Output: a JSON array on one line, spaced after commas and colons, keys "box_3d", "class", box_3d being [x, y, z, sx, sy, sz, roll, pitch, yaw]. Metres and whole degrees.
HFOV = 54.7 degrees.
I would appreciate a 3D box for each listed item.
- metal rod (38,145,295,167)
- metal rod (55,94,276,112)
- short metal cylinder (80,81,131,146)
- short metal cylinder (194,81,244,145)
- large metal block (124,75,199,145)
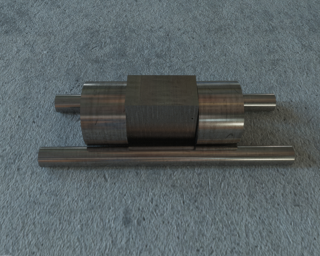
[{"box_3d": [0.008, 0.034, 0.376, 0.302, 0.025, 0.025, 0, 50, -1], "class": "metal rod"}, {"box_3d": [0.008, -0.035, 0.434, 0.302, 0.025, 0.025, 0, 50, -1], "class": "metal rod"}, {"box_3d": [-0.064, -0.018, 0.383, 0.050, 0.080, 0.080, -1, 50, -1], "class": "short metal cylinder"}, {"box_3d": [0.068, -0.018, 0.384, 0.050, 0.080, 0.080, -1, 50, -1], "class": "short metal cylinder"}, {"box_3d": [0.002, -0.018, 0.381, 0.081, 0.080, 0.050, 0, 50, 0], "class": "large metal block"}]
